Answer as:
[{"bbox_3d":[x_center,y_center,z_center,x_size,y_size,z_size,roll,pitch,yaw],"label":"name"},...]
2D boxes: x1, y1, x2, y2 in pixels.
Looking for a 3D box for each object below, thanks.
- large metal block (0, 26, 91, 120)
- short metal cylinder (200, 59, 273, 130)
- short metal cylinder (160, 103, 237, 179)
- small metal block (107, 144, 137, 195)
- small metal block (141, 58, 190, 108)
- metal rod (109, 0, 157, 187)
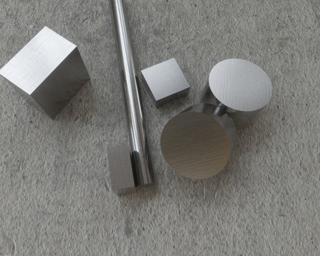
[{"bbox_3d":[-0.144,-0.068,0.402,0.050,0.080,0.080,34,73,11],"label":"large metal block"},{"bbox_3d":[0.098,-0.043,0.405,0.081,0.050,0.080,3,62,-5],"label":"short metal cylinder"},{"bbox_3d":[0.047,0.014,0.369,0.080,0.050,0.079,6,107,21],"label":"short metal cylinder"},{"bbox_3d":[-0.045,0.052,0.375,0.025,0.050,0.050,-9,71,-4],"label":"small metal block"},{"bbox_3d":[0.007,-0.063,0.431,0.050,0.025,0.050,-23,72,-9],"label":"small metal block"},{"bbox_3d":[-0.042,-0.068,0.432,0.025,0.025,0.299,-9,70,-4],"label":"metal rod"}]
